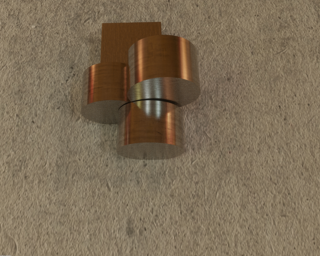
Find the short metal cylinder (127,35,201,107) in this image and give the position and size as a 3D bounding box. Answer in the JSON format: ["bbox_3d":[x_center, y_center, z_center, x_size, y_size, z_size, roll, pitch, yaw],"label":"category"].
[{"bbox_3d":[0.003,-0.060,0.350,0.081,0.080,0.050,-2,70,-1],"label":"short metal cylinder"}]

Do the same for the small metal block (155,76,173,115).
[{"bbox_3d":[0.007,-0.036,0.412,0.025,0.050,0.050,1,70,0],"label":"small metal block"}]

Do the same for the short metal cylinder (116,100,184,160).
[{"bbox_3d":[-0.012,0.005,0.379,0.081,0.080,0.050,0,70,0],"label":"short metal cylinder"}]

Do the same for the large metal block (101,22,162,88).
[{"bbox_3d":[-0.038,-0.098,0.433,0.081,0.050,0.080,-2,70,-1],"label":"large metal block"}]

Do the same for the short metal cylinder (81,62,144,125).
[{"bbox_3d":[-0.058,-0.041,0.396,0.081,0.080,0.050,-2,70,-1],"label":"short metal cylinder"}]
